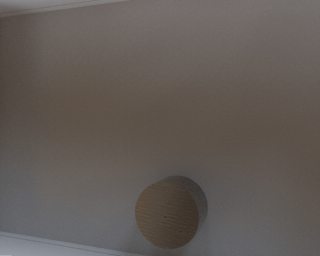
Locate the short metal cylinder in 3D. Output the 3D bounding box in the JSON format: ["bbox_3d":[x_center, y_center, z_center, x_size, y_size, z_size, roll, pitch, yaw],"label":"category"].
[{"bbox_3d":[0.016,0.104,0.392,0.080,0.050,0.080,0,90,20],"label":"short metal cylinder"}]
